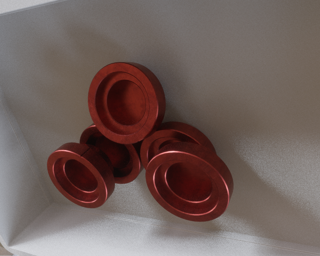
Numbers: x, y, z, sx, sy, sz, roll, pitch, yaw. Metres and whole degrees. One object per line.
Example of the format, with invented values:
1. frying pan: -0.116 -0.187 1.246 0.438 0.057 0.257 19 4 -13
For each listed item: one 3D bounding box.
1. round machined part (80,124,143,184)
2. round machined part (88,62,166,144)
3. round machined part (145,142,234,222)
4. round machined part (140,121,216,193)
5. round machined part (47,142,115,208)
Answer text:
1. round machined part: -0.063 0.029 0.447 0.098 0.042 0.097 13 124 21
2. round machined part: -0.037 -0.032 0.383 0.098 0.042 0.097 6 103 26
3. round machined part: 0.036 0.057 0.358 0.098 0.042 0.097 13 124 21
4. round machined part: 0.027 0.034 0.403 0.098 0.042 0.097 13 124 21
5. round machined part: -0.105 0.061 0.435 0.098 0.042 0.097 13 124 21
